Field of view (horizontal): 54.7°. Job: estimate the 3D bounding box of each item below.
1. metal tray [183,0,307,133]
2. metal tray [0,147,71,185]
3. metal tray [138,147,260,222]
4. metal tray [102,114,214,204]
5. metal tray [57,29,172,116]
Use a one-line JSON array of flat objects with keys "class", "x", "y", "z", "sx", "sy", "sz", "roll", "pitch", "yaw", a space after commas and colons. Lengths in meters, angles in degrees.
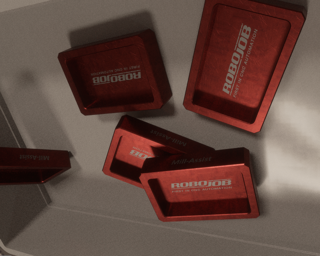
[{"class": "metal tray", "x": 0.081, "y": -0.067, "z": 0.320, "sx": 0.090, "sy": 0.030, "sz": 0.129, "roll": 21, "pitch": 126, "yaw": 15}, {"class": "metal tray", "x": -0.223, "y": 0.063, "z": 0.495, "sx": 0.090, "sy": 0.131, "sz": 0.030, "roll": -29, "pitch": 66, "yaw": 33}, {"class": "metal tray", "x": 0.050, "y": 0.074, "z": 0.383, "sx": 0.130, "sy": 0.030, "sz": 0.090, "roll": -8, "pitch": 123, "yaw": 19}, {"class": "metal tray", "x": -0.003, "y": 0.045, "z": 0.414, "sx": 0.131, "sy": 0.030, "sz": 0.089, "roll": 21, "pitch": 128, "yaw": -2}, {"class": "metal tray", "x": -0.058, "y": -0.066, "z": 0.393, "sx": 0.130, "sy": 0.030, "sz": 0.089, "roll": -3, "pitch": 117, "yaw": 29}]
